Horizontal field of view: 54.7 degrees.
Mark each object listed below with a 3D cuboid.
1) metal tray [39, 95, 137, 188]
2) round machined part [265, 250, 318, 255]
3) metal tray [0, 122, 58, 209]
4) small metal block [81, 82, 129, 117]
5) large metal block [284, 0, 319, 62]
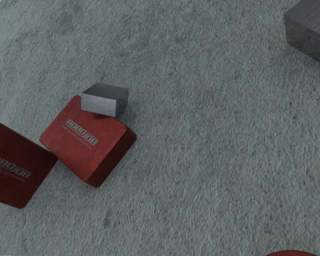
[{"bbox_3d":[-0.107,0.014,0.446,0.130,0.030,0.090,30,78,37],"label":"metal tray"},{"bbox_3d":[0.110,0.148,0.244,0.098,0.042,0.098,-13,56,20],"label":"round machined part"},{"bbox_3d":[-0.213,0.048,0.417,0.030,0.130,0.090,23,74,36],"label":"metal tray"},{"bbox_3d":[-0.078,-0.041,0.442,0.050,0.025,0.050,12,27,9],"label":"small metal block"},{"bbox_3d":[0.205,-0.121,0.355,0.080,0.050,0.080,-39,51,1],"label":"large metal block"}]
